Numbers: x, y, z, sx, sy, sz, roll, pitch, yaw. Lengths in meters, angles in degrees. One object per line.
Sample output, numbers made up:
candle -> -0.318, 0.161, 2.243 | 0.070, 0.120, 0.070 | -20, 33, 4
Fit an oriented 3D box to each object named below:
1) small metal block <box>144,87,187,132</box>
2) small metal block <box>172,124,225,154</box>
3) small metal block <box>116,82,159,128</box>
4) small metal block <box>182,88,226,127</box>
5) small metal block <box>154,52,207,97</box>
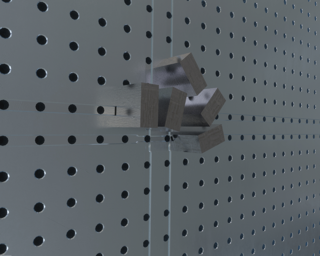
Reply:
small metal block -> 0.004, -0.023, 0.395 | 0.025, 0.050, 0.050 | 19, 78, -38
small metal block -> 0.054, 0.014, 0.437 | 0.050, 0.050, 0.025 | -22, 104, -38
small metal block -> -0.028, -0.025, 0.369 | 0.025, 0.050, 0.050 | 2, 89, -40
small metal block -> 0.057, -0.029, 0.439 | 0.025, 0.050, 0.050 | 50, 61, -28
small metal block -> 0.028, -0.069, 0.415 | 0.025, 0.050, 0.050 | -46, 117, -30
